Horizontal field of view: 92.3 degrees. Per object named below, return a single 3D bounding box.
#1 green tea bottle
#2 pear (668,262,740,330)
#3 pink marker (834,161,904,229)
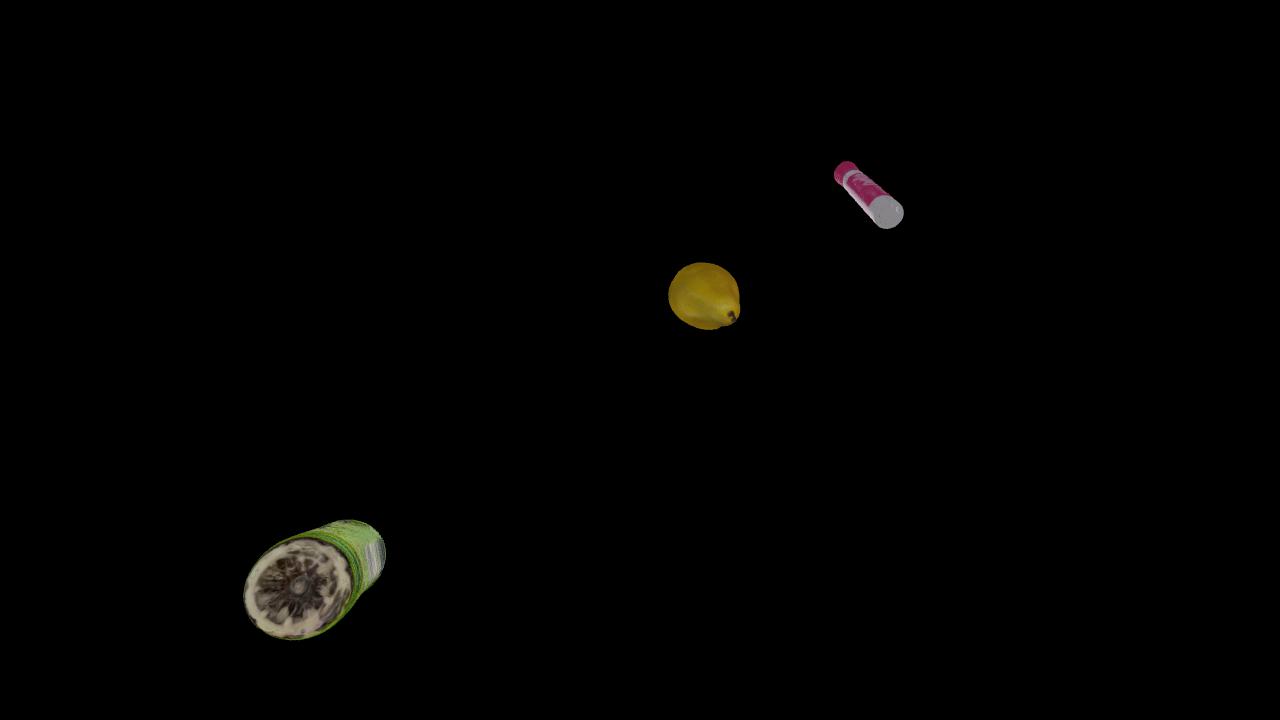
[{"bbox_3d":[-0.251,0.170,0.508,0.073,0.073,0.212,0,-12,-14],"label":"green tea bottle"},{"bbox_3d":[0.084,-0.063,0.669,0.080,0.080,0.111,0,23,-35],"label":"pear"},{"bbox_3d":[0.163,-0.124,0.449,0.020,0.020,0.121,0,30,3],"label":"pink marker"}]
